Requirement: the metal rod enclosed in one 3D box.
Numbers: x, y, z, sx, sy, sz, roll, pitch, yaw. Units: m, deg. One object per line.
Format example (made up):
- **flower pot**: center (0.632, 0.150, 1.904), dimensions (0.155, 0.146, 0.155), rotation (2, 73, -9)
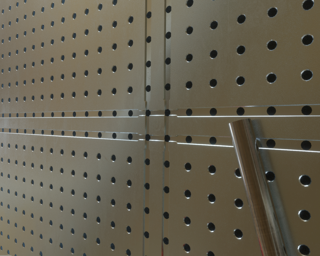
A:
- **metal rod**: center (0.118, 0.137, 0.311), dimensions (0.025, 0.025, 0.299), rotation (-20, 77, 38)
